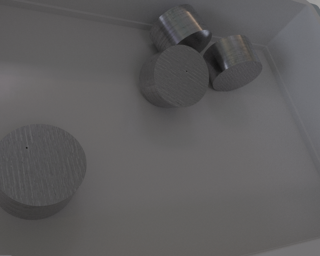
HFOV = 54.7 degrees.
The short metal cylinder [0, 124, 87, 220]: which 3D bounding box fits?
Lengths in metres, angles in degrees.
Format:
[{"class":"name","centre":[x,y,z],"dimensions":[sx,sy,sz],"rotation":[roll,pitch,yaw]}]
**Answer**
[{"class":"short metal cylinder","centre":[-0.117,0.043,0.300],"dimensions":[0.081,0.050,0.080],"rotation":[14,56,-21]}]

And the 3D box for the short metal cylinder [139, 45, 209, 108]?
[{"class":"short metal cylinder","centre":[0.019,-0.067,0.419],"dimensions":[0.081,0.050,0.079],"rotation":[-1,93,-25]}]

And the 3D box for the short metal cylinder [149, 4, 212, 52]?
[{"class":"short metal cylinder","centre":[0.031,-0.140,0.472],"dimensions":[0.081,0.080,0.050],"rotation":[-21,73,-36]}]

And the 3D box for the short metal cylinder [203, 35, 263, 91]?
[{"class":"short metal cylinder","centre":[0.114,-0.101,0.493],"dimensions":[0.081,0.080,0.050],"rotation":[-3,63,-30]}]
